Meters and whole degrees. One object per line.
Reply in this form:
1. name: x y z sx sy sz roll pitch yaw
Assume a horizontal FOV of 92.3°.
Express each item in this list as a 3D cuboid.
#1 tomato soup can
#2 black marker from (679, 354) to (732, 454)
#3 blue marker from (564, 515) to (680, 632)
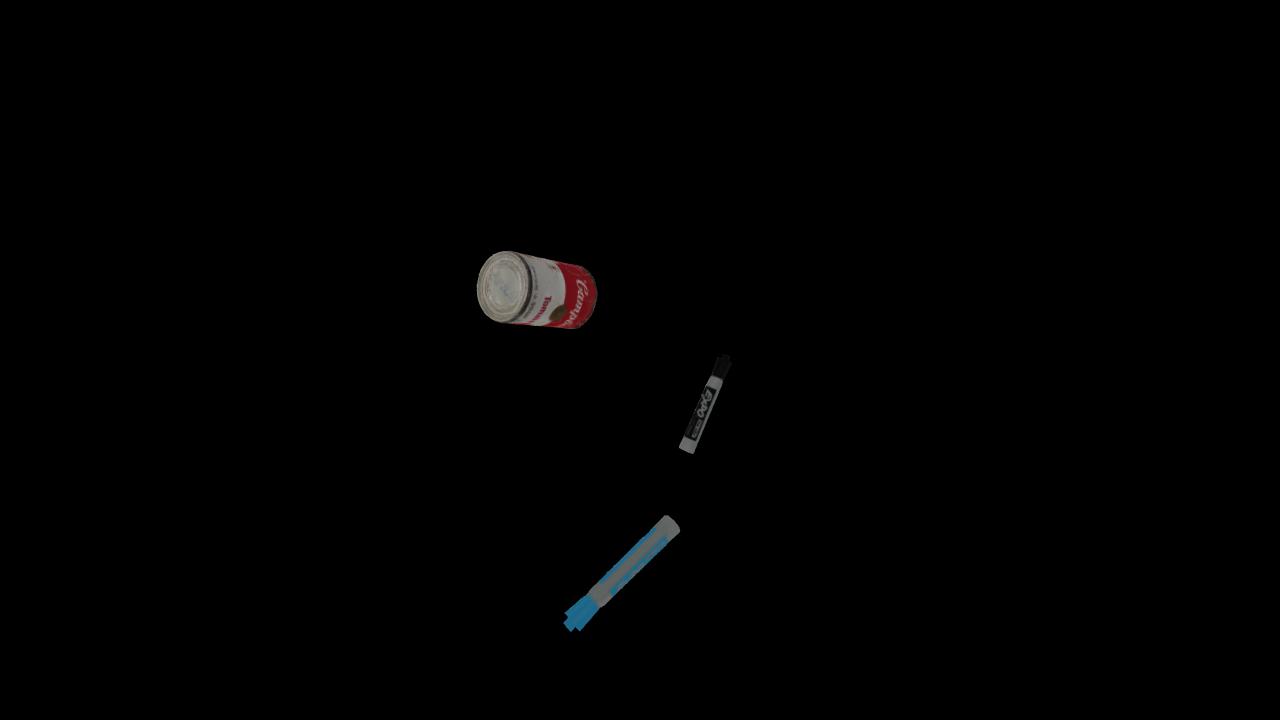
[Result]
1. tomato soup can: -0.098 -0.066 0.596 0.068 0.068 0.101 0 -1 32
2. black marker: 0.077 0.050 0.715 0.020 0.121 0.020 24 -2 1
3. blue marker: -0.015 0.176 0.510 0.121 0.020 0.020 -39 17 -21
